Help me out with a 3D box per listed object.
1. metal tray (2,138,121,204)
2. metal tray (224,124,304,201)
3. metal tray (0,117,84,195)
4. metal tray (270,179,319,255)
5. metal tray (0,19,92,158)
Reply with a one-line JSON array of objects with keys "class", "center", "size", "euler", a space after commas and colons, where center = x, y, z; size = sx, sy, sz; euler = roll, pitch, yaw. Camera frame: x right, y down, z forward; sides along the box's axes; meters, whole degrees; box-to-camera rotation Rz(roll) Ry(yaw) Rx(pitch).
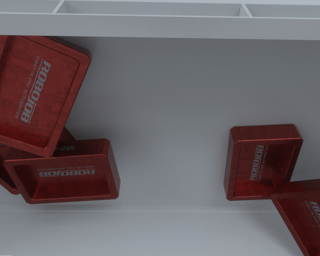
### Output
[{"class": "metal tray", "center": [-0.126, 0.060, 0.414], "size": [0.131, 0.030, 0.089], "euler": [-4, 130, 2]}, {"class": "metal tray", "center": [0.145, 0.054, 0.454], "size": [0.091, 0.030, 0.129], "euler": [-3, 130, 2]}, {"class": "metal tray", "center": [-0.180, 0.043, 0.439], "size": [0.130, 0.030, 0.090], "euler": [-18, 128, 14]}, {"class": "metal tray", "center": [0.222, 0.134, 0.424], "size": [0.090, 0.030, 0.130], "euler": [-24, 98, 55]}, {"class": "metal tray", "center": [-0.141, -0.040, 0.341], "size": [0.091, 0.030, 0.129], "euler": [21, 106, -18]}]
